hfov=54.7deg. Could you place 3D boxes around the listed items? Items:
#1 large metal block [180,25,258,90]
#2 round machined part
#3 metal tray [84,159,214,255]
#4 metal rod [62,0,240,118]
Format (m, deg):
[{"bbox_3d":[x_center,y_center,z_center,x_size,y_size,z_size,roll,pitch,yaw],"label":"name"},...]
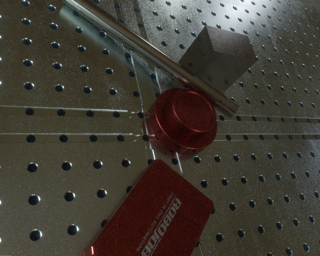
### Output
[{"bbox_3d":[0.090,-0.107,0.489,0.081,0.080,0.050,4,60,-27],"label":"large metal block"},{"bbox_3d":[0.038,-0.015,0.429,0.099,0.042,0.098,14,56,-21],"label":"round machined part"},{"bbox_3d":[-0.006,0.108,0.337,0.090,0.030,0.131,40,51,-2],"label":"metal tray"},{"bbox_3d":[-0.011,-0.110,0.462,0.301,0.025,0.025,34,51,-3],"label":"metal rod"}]
